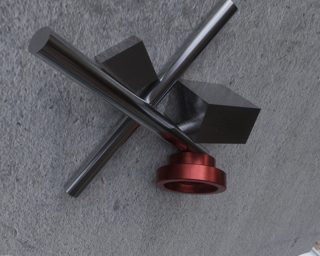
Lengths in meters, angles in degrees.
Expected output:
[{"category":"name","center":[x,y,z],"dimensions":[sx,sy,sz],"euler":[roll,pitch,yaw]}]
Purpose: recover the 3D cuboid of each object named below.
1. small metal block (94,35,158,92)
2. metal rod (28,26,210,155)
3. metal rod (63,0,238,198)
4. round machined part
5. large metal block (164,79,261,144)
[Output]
[{"category":"small metal block","center":[-0.037,-0.067,0.346],"dimensions":[0.050,0.025,0.050],"euler":[-31,129,-8]},{"category":"metal rod","center":[-0.015,-0.013,0.356],"dimensions":[0.025,0.025,0.301],"euler":[-48,140,6]},{"category":"metal rod","center":[-0.015,-0.032,0.379],"dimensions":[0.299,0.025,0.025],"euler":[-49,129,6]},{"category":"round machined part","center":[0.044,0.064,0.439],"dimensions":[0.099,0.098,0.042],"euler":[24,61,-37]},{"category":"large metal block","center":[0.064,-0.022,0.394],"dimensions":[0.081,0.080,0.050],"euler":[2,117,-30]}]
